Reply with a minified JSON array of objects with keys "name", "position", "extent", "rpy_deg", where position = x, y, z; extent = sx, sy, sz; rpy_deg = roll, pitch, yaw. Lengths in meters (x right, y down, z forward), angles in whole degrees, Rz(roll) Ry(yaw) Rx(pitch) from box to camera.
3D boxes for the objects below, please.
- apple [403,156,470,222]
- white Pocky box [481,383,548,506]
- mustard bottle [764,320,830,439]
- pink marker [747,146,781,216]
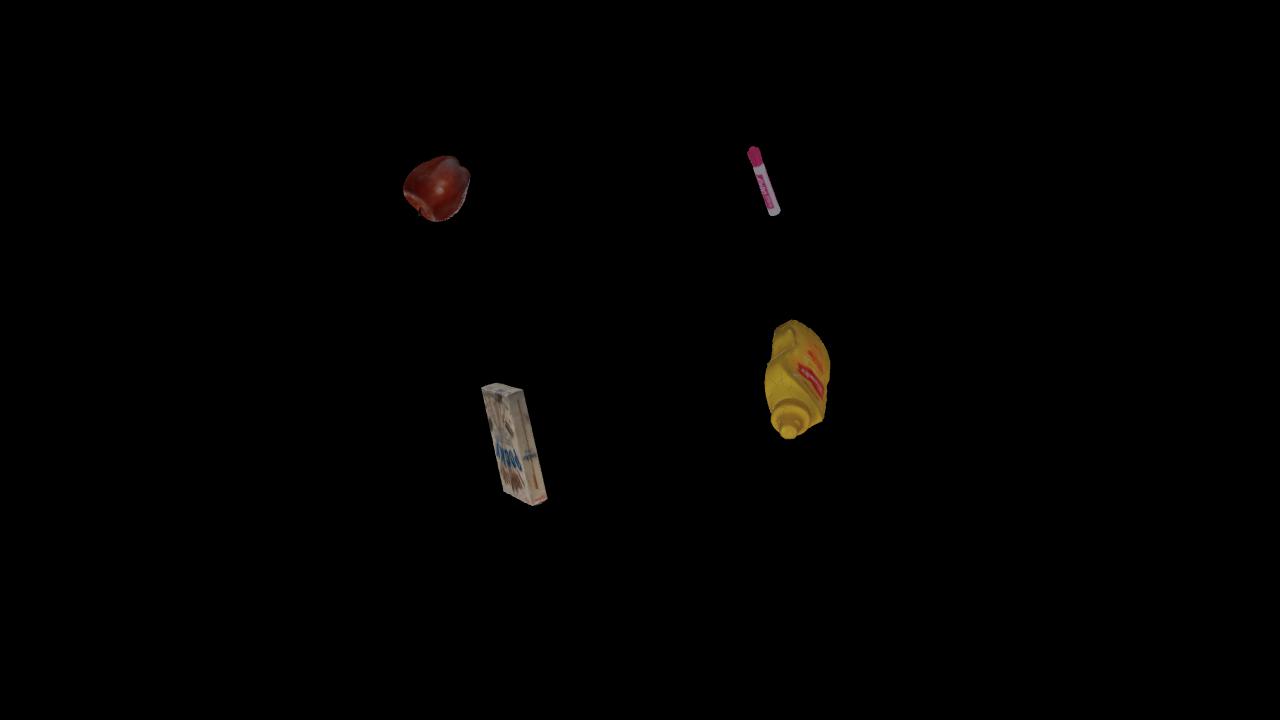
[{"name":"apple","position":[-0.279,-0.236,0.853],"extent":[0.079,0.093,0.079],"rpy_deg":[35,-12,9]},{"name":"white Pocky box","position":[-0.166,0.109,0.811],"extent":[0.028,0.154,0.084],"rpy_deg":[-19,16,-36]},{"name":"mustard bottle","position":[0.182,0.031,0.716],"extent":[0.054,0.092,0.184],"rpy_deg":[-24,20,31]},{"name":"pink marker","position":[0.188,-0.270,0.930],"extent":[0.020,0.020,0.121],"rpy_deg":[0,-38,32]}]
